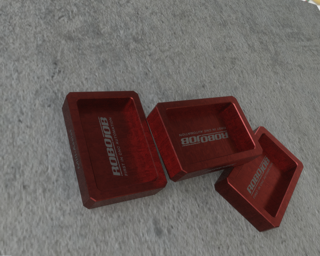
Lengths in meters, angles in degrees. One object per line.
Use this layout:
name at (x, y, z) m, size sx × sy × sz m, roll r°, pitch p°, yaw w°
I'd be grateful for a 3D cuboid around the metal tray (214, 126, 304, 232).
metal tray at (0.144, 0.067, 0.439) m, size 0.090 × 0.030 × 0.131 m, roll 44°, pitch 51°, yaw 2°

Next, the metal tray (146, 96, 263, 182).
metal tray at (0.058, 0.009, 0.388) m, size 0.131 × 0.030 × 0.090 m, roll -8°, pitch 66°, yaw -32°

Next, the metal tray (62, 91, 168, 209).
metal tray at (-0.054, 0.019, 0.360) m, size 0.091 × 0.030 × 0.130 m, roll -5°, pitch 64°, yaw -31°
